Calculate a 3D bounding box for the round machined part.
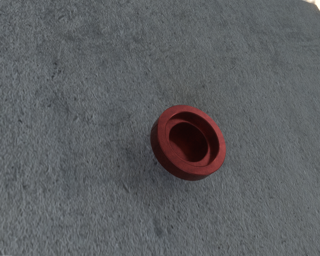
[{"bbox_3d":[0.032,0.022,0.400,0.099,0.042,0.098,14,56,-21],"label":"round machined part"}]
